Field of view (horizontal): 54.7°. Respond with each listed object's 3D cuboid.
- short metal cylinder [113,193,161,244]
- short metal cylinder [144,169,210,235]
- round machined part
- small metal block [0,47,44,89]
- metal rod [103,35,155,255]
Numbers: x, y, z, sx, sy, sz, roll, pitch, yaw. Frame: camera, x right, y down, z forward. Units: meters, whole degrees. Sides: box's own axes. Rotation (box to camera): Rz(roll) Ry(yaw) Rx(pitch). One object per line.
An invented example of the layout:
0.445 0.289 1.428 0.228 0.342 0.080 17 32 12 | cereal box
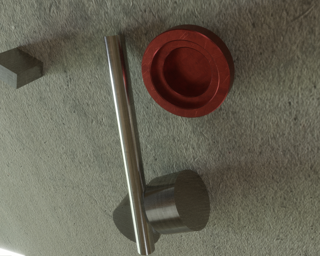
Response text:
-0.027 0.137 0.489 0.080 0.050 0.079 13 124 21 | short metal cylinder
0.025 0.101 0.421 0.050 0.080 0.080 -21 107 36 | short metal cylinder
0.033 -0.064 0.339 0.098 0.042 0.097 13 124 21 | round machined part
-0.207 -0.087 0.446 0.050 0.050 0.025 30 128 9 | small metal block
-0.037 0.033 0.408 0.025 0.025 0.298 1 107 27 | metal rod
